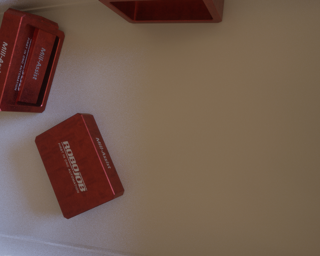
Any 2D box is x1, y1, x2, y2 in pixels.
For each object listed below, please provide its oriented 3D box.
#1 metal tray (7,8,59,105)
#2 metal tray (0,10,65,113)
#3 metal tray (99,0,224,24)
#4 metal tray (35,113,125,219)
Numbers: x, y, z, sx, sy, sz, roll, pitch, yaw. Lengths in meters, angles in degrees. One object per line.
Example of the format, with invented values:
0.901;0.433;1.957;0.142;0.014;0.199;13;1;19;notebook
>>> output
-0.212;-0.109;0.473;0.090;0.030;0.129;23;98;30;metal tray
-0.191;-0.088;0.442;0.030;0.090;0.129;19;97;17;metal tray
0.005;-0.155;0.374;0.130;0.090;0.030;6;92;20;metal tray
-0.118;0.054;0.450;0.090;0.030;0.130;-27;81;18;metal tray
